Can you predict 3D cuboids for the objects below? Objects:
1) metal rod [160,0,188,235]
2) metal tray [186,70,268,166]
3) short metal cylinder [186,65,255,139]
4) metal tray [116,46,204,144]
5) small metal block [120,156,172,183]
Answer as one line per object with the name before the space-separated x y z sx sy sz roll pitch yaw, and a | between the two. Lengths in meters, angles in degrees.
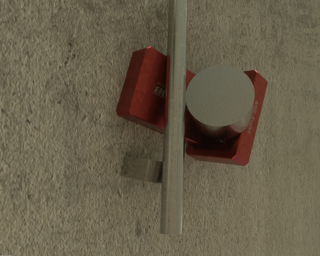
metal rod | 0.019 -0.030 0.373 0.025 0.025 0.299 14 72 -40
metal tray | 0.095 -0.015 0.446 0.030 0.090 0.130 29 72 -37
short metal cylinder | 0.076 -0.031 0.388 0.050 0.080 0.080 54 51 -66
metal tray | 0.013 -0.039 0.415 0.131 0.030 0.090 23 75 -38
small metal block | -0.012 0.052 0.381 0.050 0.050 0.025 16 80 -39
